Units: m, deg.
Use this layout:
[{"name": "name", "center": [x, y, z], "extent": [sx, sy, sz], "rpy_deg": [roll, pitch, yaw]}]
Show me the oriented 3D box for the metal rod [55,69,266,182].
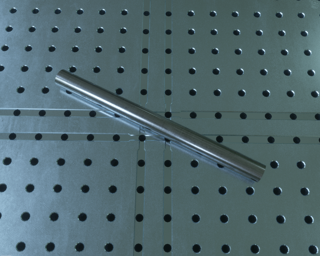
[{"name": "metal rod", "center": [-0.006, -0.007, 0.414], "extent": [0.301, 0.025, 0.025], "rpy_deg": [26, 72, 8]}]
